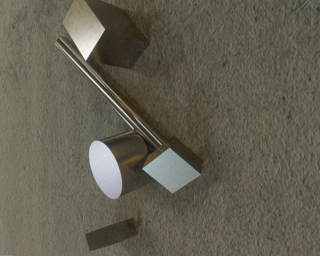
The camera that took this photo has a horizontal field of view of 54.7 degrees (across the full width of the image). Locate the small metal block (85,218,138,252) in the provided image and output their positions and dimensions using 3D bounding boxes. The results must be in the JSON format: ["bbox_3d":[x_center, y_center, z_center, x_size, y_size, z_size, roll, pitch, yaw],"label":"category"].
[{"bbox_3d":[-0.070,0.154,0.447,0.050,0.050,0.025,-30,72,36],"label":"small metal block"}]

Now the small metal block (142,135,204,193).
[{"bbox_3d":[0.016,0.045,0.375,0.050,0.025,0.050,41,123,-13],"label":"small metal block"}]

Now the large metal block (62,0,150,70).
[{"bbox_3d":[-0.075,-0.132,0.431,0.050,0.081,0.080,-49,61,29],"label":"large metal block"}]

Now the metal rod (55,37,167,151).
[{"bbox_3d":[-0.081,-0.058,0.471,0.300,0.025,0.025,45,117,30],"label":"metal rod"}]

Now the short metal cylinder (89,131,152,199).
[{"bbox_3d":[-0.053,0.048,0.418,0.080,0.050,0.079,24,123,44],"label":"short metal cylinder"}]
